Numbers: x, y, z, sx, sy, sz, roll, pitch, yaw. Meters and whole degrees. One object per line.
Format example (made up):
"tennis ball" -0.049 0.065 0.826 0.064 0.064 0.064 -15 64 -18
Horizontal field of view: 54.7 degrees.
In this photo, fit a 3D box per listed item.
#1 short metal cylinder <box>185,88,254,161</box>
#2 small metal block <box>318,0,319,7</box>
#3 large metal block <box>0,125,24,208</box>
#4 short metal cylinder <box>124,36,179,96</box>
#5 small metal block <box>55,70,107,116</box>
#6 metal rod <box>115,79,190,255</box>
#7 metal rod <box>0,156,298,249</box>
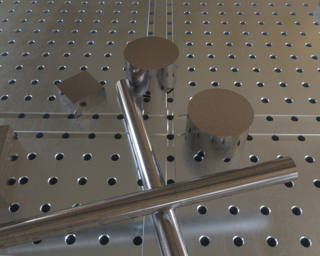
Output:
"short metal cylinder" 0.074 -0.005 0.396 0.080 0.050 0.080 0 50 0
"small metal block" 0.353 -0.244 0.615 0.050 0.025 0.050 -1 50 -2
"large metal block" -0.211 0.046 0.352 0.081 0.050 0.080 -4 50 -4
"short metal cylinder" -0.012 -0.095 0.471 0.080 0.050 0.080 0 50 0
"small metal block" -0.114 -0.052 0.450 0.050 0.025 0.050 -33 58 -25
"metal rod" -0.013 0.047 0.367 0.025 0.025 0.300 -12 51 -10
"metal rod" -0.014 0.075 0.313 0.302 0.025 0.025 -13 51 1
